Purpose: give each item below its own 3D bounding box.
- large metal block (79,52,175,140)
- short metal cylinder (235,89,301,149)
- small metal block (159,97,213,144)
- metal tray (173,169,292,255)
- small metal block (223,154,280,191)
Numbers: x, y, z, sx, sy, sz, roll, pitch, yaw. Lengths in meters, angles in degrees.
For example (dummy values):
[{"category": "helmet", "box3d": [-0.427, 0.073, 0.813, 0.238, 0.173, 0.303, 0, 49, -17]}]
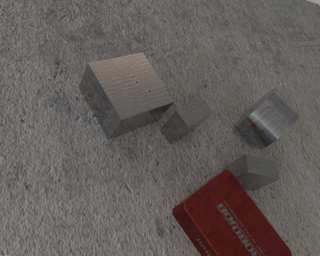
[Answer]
[{"category": "large metal block", "box3d": [-0.043, -0.042, 0.390, 0.081, 0.050, 0.080, -22, 74, -36]}, {"category": "short metal cylinder", "box3d": [0.159, -0.014, 0.462, 0.050, 0.080, 0.080, 46, 51, 4]}, {"category": "small metal block", "box3d": [0.034, -0.009, 0.412, 0.050, 0.050, 0.025, -29, 78, -38]}, {"category": "metal tray", "box3d": [0.087, 0.126, 0.371, 0.091, 0.030, 0.130, -28, 77, -37]}, {"category": "small metal block", "box3d": [0.121, 0.061, 0.416, 0.050, 0.050, 0.025, 14, 56, -21]}]
